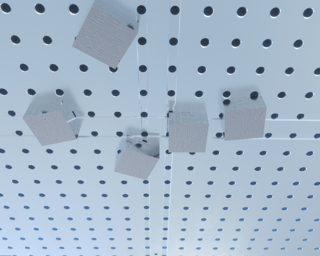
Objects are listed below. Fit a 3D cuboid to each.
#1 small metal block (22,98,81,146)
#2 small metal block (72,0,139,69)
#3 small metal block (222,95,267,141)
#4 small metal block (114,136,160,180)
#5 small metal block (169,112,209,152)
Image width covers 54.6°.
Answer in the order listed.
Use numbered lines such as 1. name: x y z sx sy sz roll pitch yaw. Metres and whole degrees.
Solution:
1. small metal block: -0.140 -0.007 0.405 0.050 0.025 0.050 -11 129 9
2. small metal block: -0.057 -0.099 0.327 0.050 0.025 0.050 26 125 -21
3. small metal block: 0.107 -0.012 0.402 0.050 0.025 0.050 -6 130 4
4. small metal block: -0.034 0.045 0.449 0.050 0.025 0.050 18 128 -15
5. small metal block: 0.037 0.006 0.417 0.050 0.025 0.050 0 130 0
